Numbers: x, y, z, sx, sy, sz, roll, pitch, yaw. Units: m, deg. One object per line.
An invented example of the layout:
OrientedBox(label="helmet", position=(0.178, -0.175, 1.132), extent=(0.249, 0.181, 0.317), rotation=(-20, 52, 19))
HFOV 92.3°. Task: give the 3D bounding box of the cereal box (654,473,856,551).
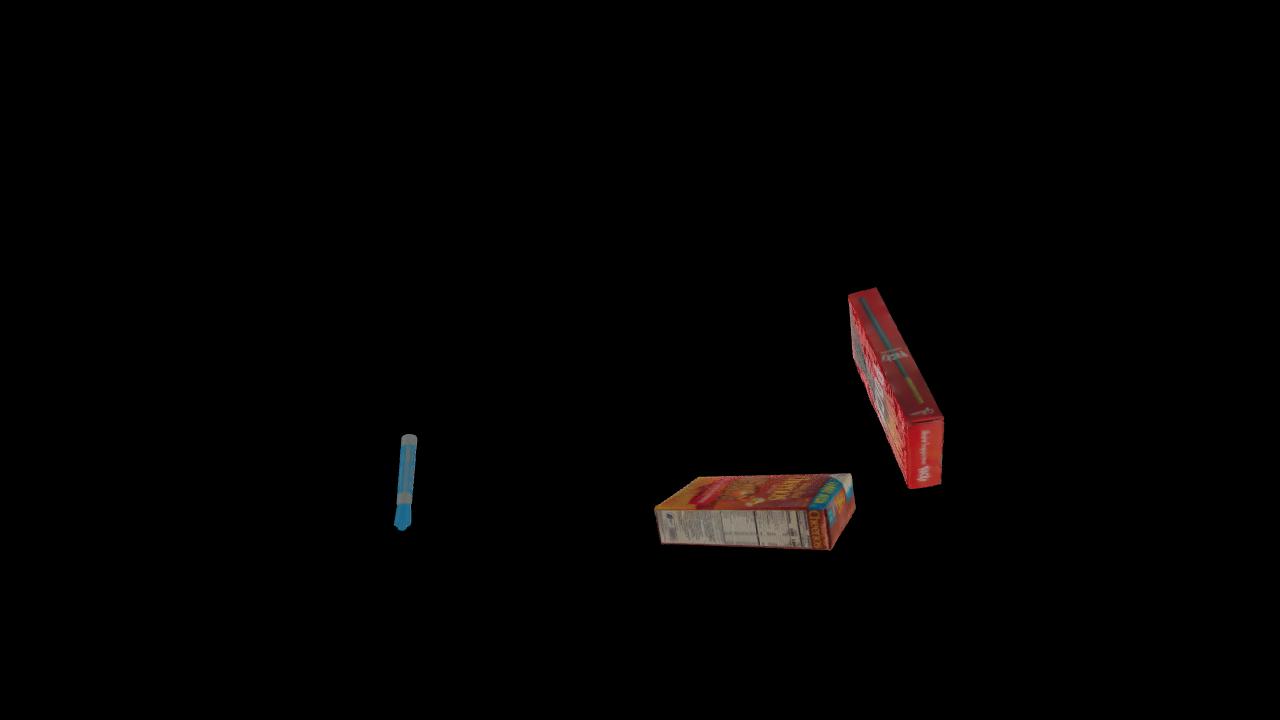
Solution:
OrientedBox(label="cereal box", position=(0.207, 0.262, 1.089), extent=(0.306, 0.081, 0.203), rotation=(-9, 2, 31))

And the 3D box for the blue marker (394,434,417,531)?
OrientedBox(label="blue marker", position=(-0.280, 0.145, 0.736), extent=(0.020, 0.121, 0.020), rotation=(-7, -36, -5))

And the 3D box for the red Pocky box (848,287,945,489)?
OrientedBox(label="red Pocky box", position=(0.205, 0.018, 0.501), extent=(0.028, 0.083, 0.155), rotation=(-13, 42, 10))
